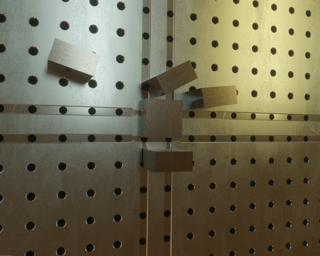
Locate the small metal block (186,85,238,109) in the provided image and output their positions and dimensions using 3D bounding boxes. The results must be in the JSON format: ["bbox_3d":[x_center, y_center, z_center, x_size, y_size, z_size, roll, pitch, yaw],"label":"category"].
[{"bbox_3d":[0.070,-0.041,0.425,0.050,0.050,0.025,-7,93,-20],"label":"small metal block"}]

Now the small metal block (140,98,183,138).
[{"bbox_3d":[0.002,-0.012,0.413,0.050,0.025,0.050,1,90,-20],"label":"small metal block"}]

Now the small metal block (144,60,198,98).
[{"bbox_3d":[0.013,-0.063,0.404,0.050,0.050,0.025,-29,100,-18],"label":"small metal block"}]

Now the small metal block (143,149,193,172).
[{"bbox_3d":[0.009,0.041,0.402,0.050,0.050,0.025,1,90,-20],"label":"small metal block"}]

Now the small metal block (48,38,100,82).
[{"bbox_3d":[-0.102,-0.077,0.362,0.050,0.050,0.025,18,84,-19],"label":"small metal block"}]
